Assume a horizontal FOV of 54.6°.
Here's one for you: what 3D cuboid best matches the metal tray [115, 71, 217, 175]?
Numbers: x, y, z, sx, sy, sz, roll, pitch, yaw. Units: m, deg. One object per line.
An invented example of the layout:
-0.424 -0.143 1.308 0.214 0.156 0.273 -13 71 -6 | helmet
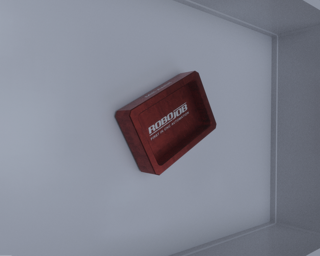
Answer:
0.014 -0.010 0.410 0.131 0.030 0.090 -35 112 -35 | metal tray
